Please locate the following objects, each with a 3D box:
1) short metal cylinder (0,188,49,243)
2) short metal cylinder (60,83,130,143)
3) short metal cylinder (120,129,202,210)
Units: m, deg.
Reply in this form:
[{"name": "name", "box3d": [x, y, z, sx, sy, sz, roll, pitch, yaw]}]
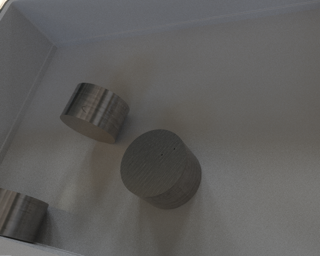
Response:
[{"name": "short metal cylinder", "box3d": [-0.194, 0.113, 0.403, 0.080, 0.080, 0.050, 1, 62, 29]}, {"name": "short metal cylinder", "box3d": [-0.089, -0.019, 0.429, 0.080, 0.080, 0.050, 9, 67, 32]}, {"name": "short metal cylinder", "box3d": [0.002, 0.048, 0.359, 0.080, 0.050, 0.080, -13, 56, 21]}]
